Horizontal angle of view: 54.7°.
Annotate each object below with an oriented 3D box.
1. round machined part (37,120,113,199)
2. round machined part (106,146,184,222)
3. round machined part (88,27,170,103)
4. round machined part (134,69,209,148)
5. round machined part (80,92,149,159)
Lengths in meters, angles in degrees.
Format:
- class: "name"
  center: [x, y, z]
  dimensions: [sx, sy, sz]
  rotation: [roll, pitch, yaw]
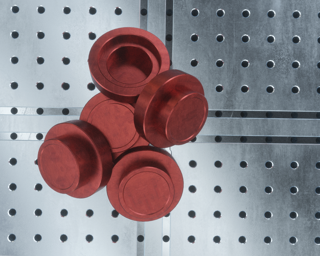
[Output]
- class: "round machined part"
  center: [-0.110, 0.041, 0.380]
  dimensions: [0.098, 0.042, 0.097]
  rotation: [8, 106, 28]
- class: "round machined part"
  center: [-0.018, 0.075, 0.392]
  dimensions: [0.099, 0.042, 0.097]
  rotation: [-1, 102, -6]
- class: "round machined part"
  center: [-0.038, -0.075, 0.393]
  dimensions: [0.099, 0.042, 0.098]
  rotation: [2, 69, -5]
- class: "round machined part"
  center: [0.020, -0.018, 0.376]
  dimensions: [0.042, 0.098, 0.098]
  rotation: [34, 90, 41]
- class: "round machined part"
  center: [-0.057, -0.003, 0.403]
  dimensions: [0.099, 0.042, 0.097]
  rotation: [0, 90, -1]
